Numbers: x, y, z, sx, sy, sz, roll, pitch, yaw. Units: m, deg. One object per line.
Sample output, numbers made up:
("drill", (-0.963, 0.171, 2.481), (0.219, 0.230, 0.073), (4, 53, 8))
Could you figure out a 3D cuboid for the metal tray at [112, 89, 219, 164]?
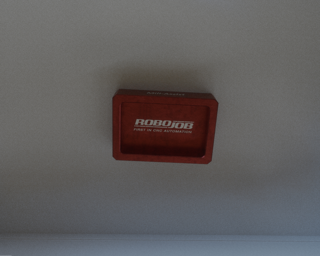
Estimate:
("metal tray", (0.005, -0.001, 0.407), (0.131, 0.030, 0.089), (3, 110, -1))
